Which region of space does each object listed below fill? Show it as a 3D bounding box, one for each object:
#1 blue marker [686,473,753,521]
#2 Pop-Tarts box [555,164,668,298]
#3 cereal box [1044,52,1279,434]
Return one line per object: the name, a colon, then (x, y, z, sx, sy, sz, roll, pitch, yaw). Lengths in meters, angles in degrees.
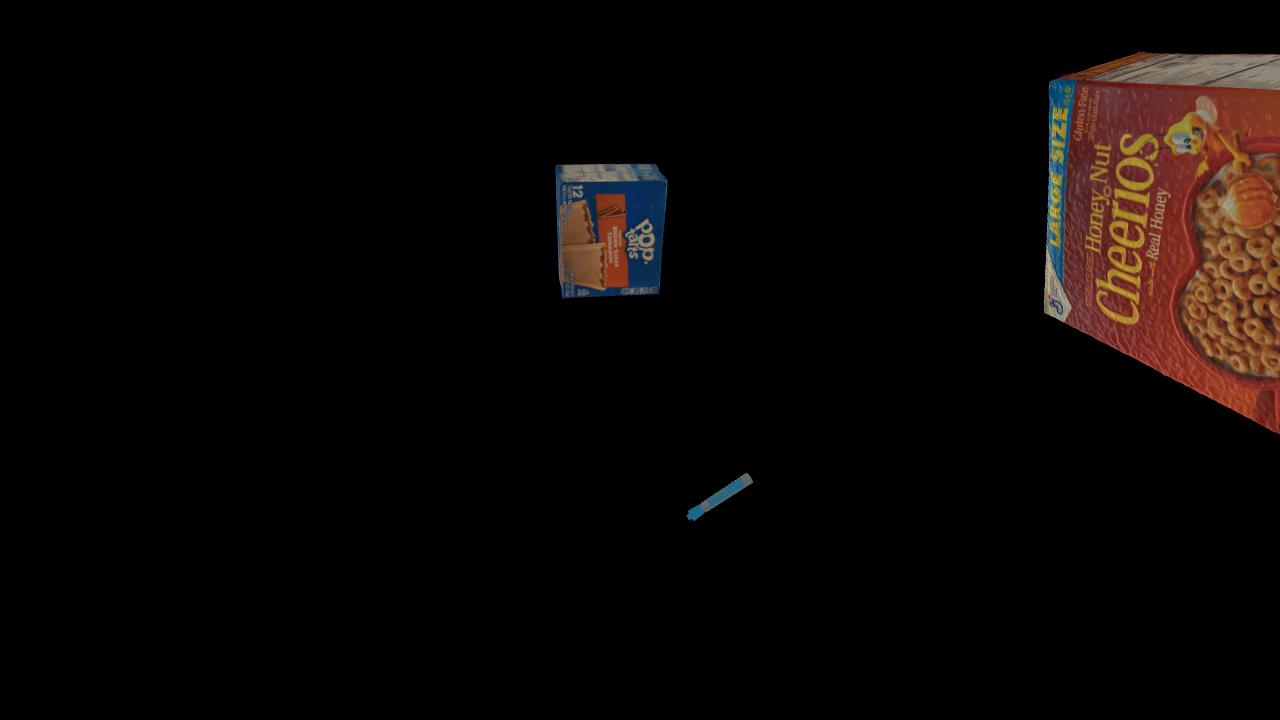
blue marker: (0.128, 0.222, 0.994, 0.121, 0.020, 0.020, -31, 4, -6)
Pop-Tarts box: (-0.043, -0.177, 0.851, 0.141, 0.167, 0.083, -3, 36, -10)
cereal box: (0.384, -0.069, 0.373, 0.081, 0.203, 0.306, -18, 28, 0)
